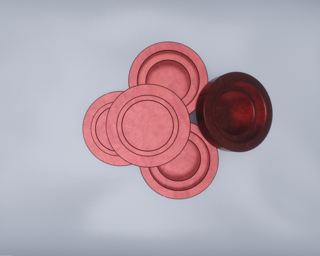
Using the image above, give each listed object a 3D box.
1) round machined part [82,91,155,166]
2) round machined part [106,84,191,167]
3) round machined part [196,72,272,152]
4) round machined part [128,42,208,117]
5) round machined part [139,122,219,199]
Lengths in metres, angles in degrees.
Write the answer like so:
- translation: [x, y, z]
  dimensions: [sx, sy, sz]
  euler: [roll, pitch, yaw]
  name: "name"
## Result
- translation: [-0.051, 0.001, 0.399]
  dimensions: [0.099, 0.042, 0.097]
  euler: [0, 90, -1]
  name: "round machined part"
- translation: [-0.013, -0.003, 0.358]
  dimensions: [0.099, 0.042, 0.097]
  euler: [0, 90, -1]
  name: "round machined part"
- translation: [0.089, -0.019, 0.392]
  dimensions: [0.099, 0.042, 0.097]
  euler: [1, 87, -21]
  name: "round machined part"
- translation: [0.010, -0.058, 0.402]
  dimensions: [0.099, 0.042, 0.097]
  euler: [0, 90, -1]
  name: "round machined part"
- translation: [0.023, 0.039, 0.401]
  dimensions: [0.099, 0.042, 0.097]
  euler: [0, 90, -1]
  name: "round machined part"
